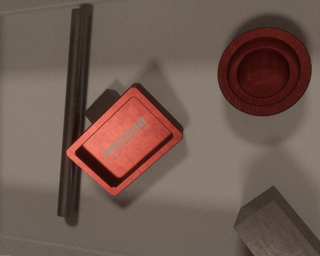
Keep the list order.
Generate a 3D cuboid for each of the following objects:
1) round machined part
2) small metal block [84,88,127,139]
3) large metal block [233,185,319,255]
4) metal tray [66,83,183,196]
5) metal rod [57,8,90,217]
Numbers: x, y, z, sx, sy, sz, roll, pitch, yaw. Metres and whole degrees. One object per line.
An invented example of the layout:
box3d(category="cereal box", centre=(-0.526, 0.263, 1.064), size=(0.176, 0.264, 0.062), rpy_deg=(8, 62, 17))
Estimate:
box3d(category="round machined part", centre=(0.120, -0.062, 0.359), size=(0.098, 0.042, 0.097), rpy_deg=(0, 90, 19))
box3d(category="small metal block", centre=(-0.069, -0.019, 0.434), size=(0.050, 0.025, 0.050), rpy_deg=(-44, 77, 14))
box3d(category="large metal block", centre=(0.130, 0.116, 0.336), size=(0.050, 0.080, 0.080), rpy_deg=(-41, 78, 15))
box3d(category="metal tray", centre=(-0.046, 0.017, 0.405), size=(0.130, 0.030, 0.090), rpy_deg=(-42, 101, 15))
box3d(category="metal rod", centre=(-0.127, -0.021, 0.453), size=(0.025, 0.025, 0.298), rpy_deg=(5, 92, 19))
